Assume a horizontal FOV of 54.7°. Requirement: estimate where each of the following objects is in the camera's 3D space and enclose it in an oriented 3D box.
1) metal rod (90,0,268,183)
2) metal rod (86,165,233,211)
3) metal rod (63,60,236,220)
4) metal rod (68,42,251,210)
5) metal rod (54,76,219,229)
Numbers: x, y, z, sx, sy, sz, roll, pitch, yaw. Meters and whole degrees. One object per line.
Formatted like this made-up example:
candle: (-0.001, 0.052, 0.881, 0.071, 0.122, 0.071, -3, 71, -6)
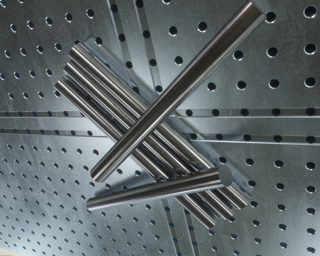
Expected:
metal rod: (0.002, -0.023, 0.368, 0.025, 0.025, 0.299, 44, 121, -2)
metal rod: (-0.024, 0.096, 0.455, 0.299, 0.025, 0.025, -23, 106, 45)
metal rod: (-0.012, 0.016, 0.426, 0.300, 0.025, 0.025, 43, 129, -2)
metal rod: (0.001, -0.002, 0.408, 0.300, 0.025, 0.025, 42, 129, -2)
metal rod: (-0.032, 0.036, 0.449, 0.300, 0.025, 0.025, 43, 129, -2)
